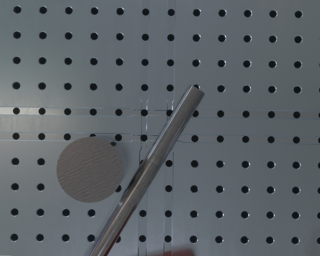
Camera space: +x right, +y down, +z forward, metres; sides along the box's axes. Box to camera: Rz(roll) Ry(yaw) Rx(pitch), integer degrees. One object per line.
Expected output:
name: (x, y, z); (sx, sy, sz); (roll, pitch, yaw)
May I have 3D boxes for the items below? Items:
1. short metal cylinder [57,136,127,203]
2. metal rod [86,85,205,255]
short metal cylinder: (-0.085, 0.051, 0.400); (0.081, 0.050, 0.080); (0, 90, 0)
metal rod: (-0.028, 0.077, 0.412); (0.025, 0.025, 0.299); (31, 90, 0)
